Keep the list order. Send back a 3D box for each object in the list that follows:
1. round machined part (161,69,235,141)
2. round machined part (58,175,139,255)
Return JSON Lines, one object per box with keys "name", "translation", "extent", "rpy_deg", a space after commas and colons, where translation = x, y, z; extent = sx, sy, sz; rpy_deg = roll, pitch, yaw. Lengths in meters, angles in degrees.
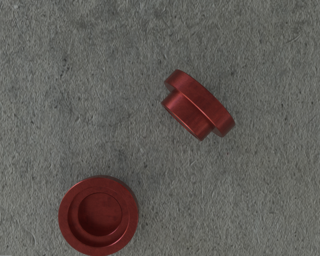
{"name": "round machined part", "translation": [0.039, -0.021, 0.374], "extent": [0.098, 0.098, 0.042], "rpy_deg": [44, 90, 0]}
{"name": "round machined part", "translation": [-0.076, 0.109, 0.401], "extent": [0.099, 0.042, 0.097], "rpy_deg": [0, 90, 0]}
